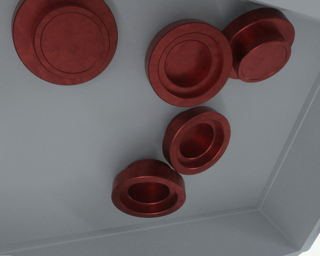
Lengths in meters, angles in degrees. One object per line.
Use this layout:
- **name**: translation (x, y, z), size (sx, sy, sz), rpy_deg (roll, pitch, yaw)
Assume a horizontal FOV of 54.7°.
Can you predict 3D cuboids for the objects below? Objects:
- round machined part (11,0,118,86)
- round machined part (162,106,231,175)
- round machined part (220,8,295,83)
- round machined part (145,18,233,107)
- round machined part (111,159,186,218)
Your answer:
- **round machined part**: translation (-0.087, -0.086, 0.298), size (0.099, 0.042, 0.097), rpy_deg (-14, 125, -21)
- **round machined part**: translation (0.046, 0.014, 0.431), size (0.099, 0.042, 0.097), rpy_deg (-15, 124, -23)
- **round machined part**: translation (0.120, -0.094, 0.384), size (0.099, 0.042, 0.098), rpy_deg (-13, 147, -8)
- **round machined part**: translation (0.030, -0.077, 0.360), size (0.099, 0.042, 0.097), rpy_deg (-7, 121, -12)
- **round machined part**: translation (-0.015, 0.079, 0.424), size (0.099, 0.042, 0.097), rpy_deg (-1, 134, -1)
